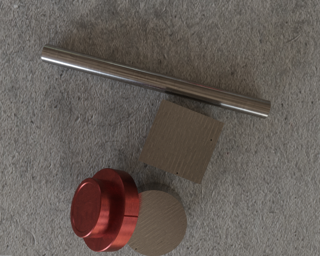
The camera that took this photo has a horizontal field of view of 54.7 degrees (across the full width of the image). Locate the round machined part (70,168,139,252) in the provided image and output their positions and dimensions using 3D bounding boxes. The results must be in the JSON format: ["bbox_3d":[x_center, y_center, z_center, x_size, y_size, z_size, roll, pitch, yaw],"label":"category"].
[{"bbox_3d":[-0.072,0.096,0.371,0.042,0.098,0.098,19,90,-39],"label":"round machined part"}]

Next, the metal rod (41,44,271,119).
[{"bbox_3d":[-0.004,-0.061,0.409,0.302,0.025,0.025,14,90,0],"label":"metal rod"}]

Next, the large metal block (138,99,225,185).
[{"bbox_3d":[0.026,0.016,0.398,0.080,0.050,0.080,22,90,0],"label":"large metal block"}]

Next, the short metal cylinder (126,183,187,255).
[{"bbox_3d":[-0.008,0.114,0.397,0.081,0.050,0.079,0,90,0],"label":"short metal cylinder"}]
